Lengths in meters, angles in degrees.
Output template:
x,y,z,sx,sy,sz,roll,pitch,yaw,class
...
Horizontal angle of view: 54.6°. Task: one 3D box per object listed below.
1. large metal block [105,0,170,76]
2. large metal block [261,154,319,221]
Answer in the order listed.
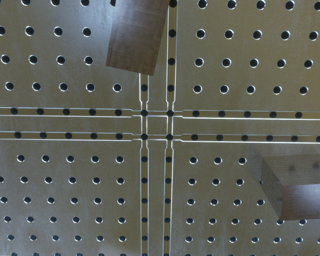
x,y,z,sx,sy,sz,roll,pitch,yaw,class
-0.023,-0.109,0.344,0.050,0.080,0.079,12,110,-4,large metal block
0.188,0.076,0.413,0.080,0.080,0.050,-3,110,1,large metal block
